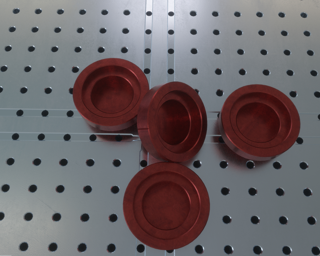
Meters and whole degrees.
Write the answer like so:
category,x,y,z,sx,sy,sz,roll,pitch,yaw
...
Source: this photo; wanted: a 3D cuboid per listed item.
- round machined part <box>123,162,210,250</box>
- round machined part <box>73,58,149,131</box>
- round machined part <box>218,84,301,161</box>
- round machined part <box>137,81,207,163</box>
category,x,y,z,sx,sy,sz,roll,pitch,yaw
round machined part,0.007,0.092,0.369,0.099,0.042,0.098,0,70,0
round machined part,-0.063,-0.042,0.418,0.099,0.042,0.098,0,70,0
round machined part,0.126,-0.004,0.405,0.099,0.042,0.098,0,70,0
round machined part,0.011,-0.007,0.387,0.099,0.042,0.098,2,86,-40
